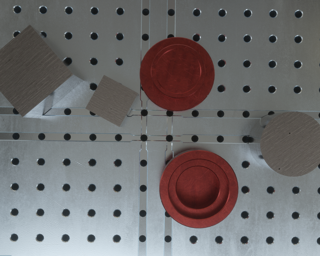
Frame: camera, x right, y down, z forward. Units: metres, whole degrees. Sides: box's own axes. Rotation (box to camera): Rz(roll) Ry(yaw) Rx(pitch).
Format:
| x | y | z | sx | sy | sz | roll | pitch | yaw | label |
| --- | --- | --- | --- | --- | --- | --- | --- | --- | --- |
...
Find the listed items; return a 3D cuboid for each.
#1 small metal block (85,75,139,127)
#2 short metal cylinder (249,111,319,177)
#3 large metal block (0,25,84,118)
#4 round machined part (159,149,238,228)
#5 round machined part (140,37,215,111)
| x | y | z | sx | sy | sz | roll | pitch | yaw | label |
| --- | --- | --- | --- | --- | --- | --- | --- | --- | --- |
| -0.062 | -0.035 | 0.413 | 0.050 | 0.025 | 0.050 | 29 | 90 | 0 | small metal block |
| 0.162 | 0.019 | 0.402 | 0.081 | 0.050 | 0.080 | 0 | 90 | 0 | short metal cylinder |
| -0.162 | -0.069 | 0.399 | 0.080 | 0.050 | 0.080 | -41 | 90 | 0 | large metal block |
| 0.048 | 0.076 | 0.405 | 0.099 | 0.042 | 0.097 | 0 | 90 | 0 | round machined part |
| 0.023 | -0.071 | 0.405 | 0.099 | 0.042 | 0.097 | 0 | 90 | 0 | round machined part |
